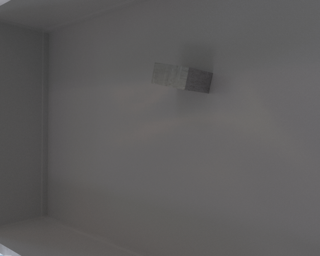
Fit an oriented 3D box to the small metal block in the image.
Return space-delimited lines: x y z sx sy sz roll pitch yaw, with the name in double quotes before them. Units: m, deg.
"small metal block" 0.027 -0.059 0.370 0.050 0.050 0.025 17 101 39
